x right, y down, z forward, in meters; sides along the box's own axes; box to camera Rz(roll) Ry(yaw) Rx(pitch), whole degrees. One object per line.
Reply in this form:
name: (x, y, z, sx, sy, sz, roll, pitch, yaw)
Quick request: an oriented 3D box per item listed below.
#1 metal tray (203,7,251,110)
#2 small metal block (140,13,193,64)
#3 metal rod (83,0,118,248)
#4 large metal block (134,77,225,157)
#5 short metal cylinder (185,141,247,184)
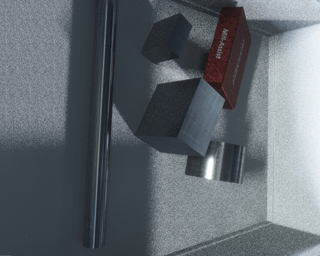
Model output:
metal tray: (0.105, -0.104, 0.471, 0.090, 0.030, 0.130, 40, 64, -59)
small metal block: (0.008, -0.114, 0.399, 0.025, 0.050, 0.050, 35, 69, -35)
metal rod: (-0.067, -0.019, 0.351, 0.025, 0.025, 0.298, 4, 87, -40)
large metal block: (0.025, -0.013, 0.393, 0.050, 0.080, 0.080, 36, 68, -35)
short metal cylinder: (0.079, 0.048, 0.440, 0.081, 0.080, 0.050, 15, 80, -39)
